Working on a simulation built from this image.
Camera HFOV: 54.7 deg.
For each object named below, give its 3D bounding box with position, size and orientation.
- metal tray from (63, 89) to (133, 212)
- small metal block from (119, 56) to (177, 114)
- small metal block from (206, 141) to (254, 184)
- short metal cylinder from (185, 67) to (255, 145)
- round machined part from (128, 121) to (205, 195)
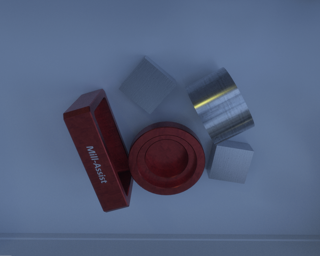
[{"bbox_3d":[-0.069,0.025,0.383,0.030,0.090,0.129,-16,109,6],"label":"metal tray"},{"bbox_3d":[-0.015,-0.054,0.389,0.050,0.025,0.050,39,106,-12],"label":"small metal block"},{"bbox_3d":[0.096,0.046,0.428,0.050,0.025,0.050,9,109,-3],"label":"small metal block"},{"bbox_3d":[0.071,-0.026,0.372,0.050,0.080,0.080,-28,108,9],"label":"short metal cylinder"},{"bbox_3d":[0.008,0.037,0.413,0.099,0.042,0.097,0,110,-1],"label":"round machined part"}]
